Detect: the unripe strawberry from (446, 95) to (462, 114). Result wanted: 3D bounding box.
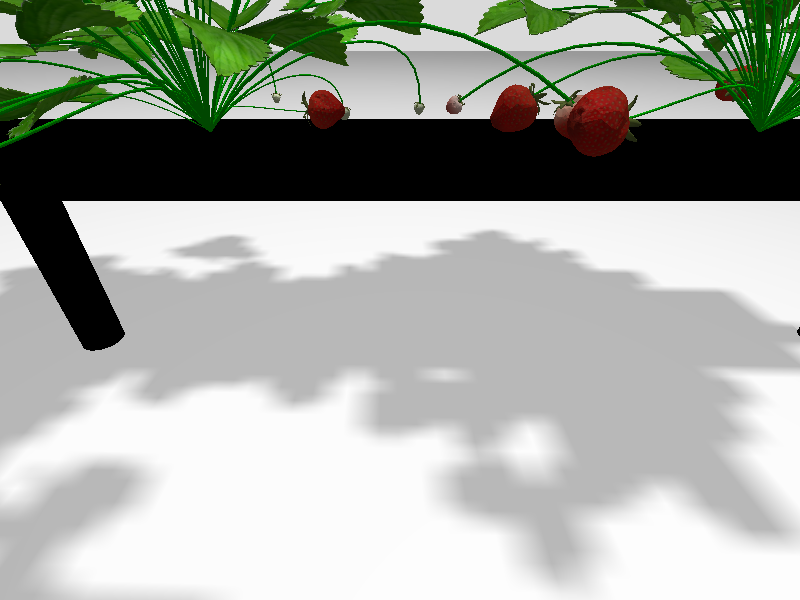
[{"bbox_3d":[0.053,-0.191,0.394,0.016,0.016,0.014,-20,22,32],"label":"unripe strawberry"}]

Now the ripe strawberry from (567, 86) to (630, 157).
[{"bbox_3d":[0.121,-0.111,0.249,0.038,0.040,0.035,-15,36,-21],"label":"ripe strawberry"}]

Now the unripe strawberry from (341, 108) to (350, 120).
[{"bbox_3d":[-0.047,-0.157,0.338,0.010,0.010,0.009,-5,34,-8],"label":"unripe strawberry"}]

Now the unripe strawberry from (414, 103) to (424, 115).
[{"bbox_3d":[0.018,-0.181,0.380,0.010,0.010,0.011,-12,35,-18],"label":"unripe strawberry"}]

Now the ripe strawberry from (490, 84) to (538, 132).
[{"bbox_3d":[0.090,-0.150,0.320,0.035,0.035,0.033,-30,28,18],"label":"ripe strawberry"}]

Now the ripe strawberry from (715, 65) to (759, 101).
[{"bbox_3d":[0.392,-0.251,0.463,0.043,0.037,0.043,17,36,24],"label":"ripe strawberry"}]

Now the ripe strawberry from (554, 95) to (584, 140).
[{"bbox_3d":[0.133,-0.135,0.301,0.030,0.031,0.029,-32,25,24],"label":"ripe strawberry"}]

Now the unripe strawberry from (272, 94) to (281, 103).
[{"bbox_3d":[-0.140,-0.229,0.454,0.009,0.010,0.010,3,33,5],"label":"unripe strawberry"}]

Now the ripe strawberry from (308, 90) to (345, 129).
[{"bbox_3d":[-0.060,-0.155,0.326,0.030,0.029,0.033,-2,33,-4],"label":"ripe strawberry"}]
